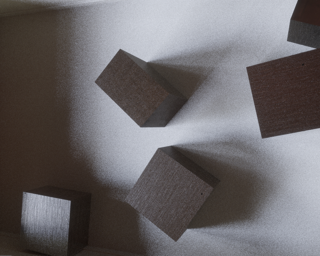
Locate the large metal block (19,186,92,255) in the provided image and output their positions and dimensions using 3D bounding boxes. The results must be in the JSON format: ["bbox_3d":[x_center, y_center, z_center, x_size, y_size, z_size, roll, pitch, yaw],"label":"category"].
[{"bbox_3d":[-0.151,0.133,0.451,0.080,0.050,0.079,5,92,20],"label":"large metal block"}]

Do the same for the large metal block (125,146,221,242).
[{"bbox_3d":[0.017,0.079,0.391,0.080,0.050,0.080,35,101,16],"label":"large metal block"}]

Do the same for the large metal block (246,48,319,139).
[{"bbox_3d":[0.147,-0.036,0.345,0.080,0.050,0.080,-12,86,19],"label":"large metal block"}]

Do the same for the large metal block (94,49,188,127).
[{"bbox_3d":[-0.020,-0.046,0.388,0.080,0.080,0.050,44,104,14],"label":"large metal block"}]

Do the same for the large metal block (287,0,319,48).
[{"bbox_3d":[0.182,-0.113,0.317,0.080,0.080,0.050,22,97,18],"label":"large metal block"}]
